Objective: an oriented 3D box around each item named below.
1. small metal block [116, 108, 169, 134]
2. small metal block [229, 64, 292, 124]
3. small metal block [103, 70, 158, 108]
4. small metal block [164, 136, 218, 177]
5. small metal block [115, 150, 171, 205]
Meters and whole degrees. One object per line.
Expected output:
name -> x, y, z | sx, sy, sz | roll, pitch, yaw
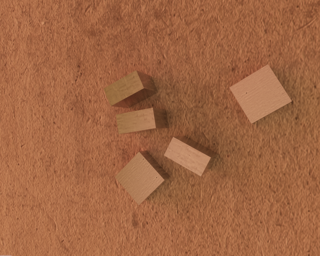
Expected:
small metal block -> -0.021, -0.008, 0.403 | 0.050, 0.050, 0.025 | -10, 87, 20
small metal block -> 0.119, -0.039, 0.367 | 0.050, 0.025, 0.050 | -32, 80, 17
small metal block -> -0.037, -0.049, 0.409 | 0.050, 0.050, 0.025 | -26, 82, 18
small metal block -> 0.040, 0.033, 0.382 | 0.050, 0.050, 0.025 | 29, 100, 17
small metal block -> -0.023, 0.066, 0.417 | 0.050, 0.025, 0.050 | -46, 76, 14
